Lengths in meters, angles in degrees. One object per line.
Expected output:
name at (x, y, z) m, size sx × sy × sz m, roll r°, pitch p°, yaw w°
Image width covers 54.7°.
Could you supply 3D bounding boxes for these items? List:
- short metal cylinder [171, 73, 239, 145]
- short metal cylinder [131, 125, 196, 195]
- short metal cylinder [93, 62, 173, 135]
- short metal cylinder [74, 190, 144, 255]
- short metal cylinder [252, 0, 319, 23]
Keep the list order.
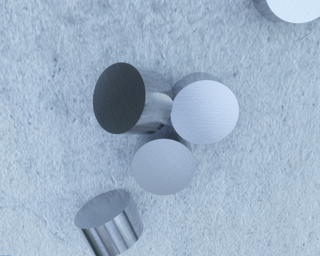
short metal cylinder at (0.053, -0.026, 0.388) m, size 0.081 × 0.050 × 0.079 m, roll 0°, pitch 110°, yaw -1°
short metal cylinder at (0.004, 0.042, 0.412) m, size 0.081 × 0.050 × 0.079 m, roll 0°, pitch 110°, yaw -1°
short metal cylinder at (-0.032, -0.032, 0.362) m, size 0.080 × 0.050 × 0.080 m, roll -2°, pitch 87°, yaw 36°
short metal cylinder at (-0.069, 0.130, 0.427) m, size 0.080 × 0.080 × 0.050 m, roll -19°, pitch 109°, yaw 6°
short metal cylinder at (0.147, -0.158, 0.340) m, size 0.081 × 0.050 × 0.079 m, roll 0°, pitch 110°, yaw -1°
